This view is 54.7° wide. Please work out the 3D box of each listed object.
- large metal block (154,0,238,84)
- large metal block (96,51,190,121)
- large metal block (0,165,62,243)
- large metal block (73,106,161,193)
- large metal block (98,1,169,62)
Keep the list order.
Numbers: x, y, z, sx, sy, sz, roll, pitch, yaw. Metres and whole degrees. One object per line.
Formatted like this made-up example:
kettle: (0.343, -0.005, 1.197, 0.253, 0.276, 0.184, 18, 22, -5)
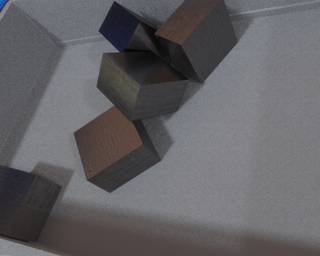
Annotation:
large metal block: (0.051, -0.121, 0.418, 0.080, 0.080, 0.050, -49, 51, -7)
large metal block: (-0.024, -0.059, 0.405, 0.080, 0.081, 0.050, 44, 130, 32)
large metal block: (-0.198, 0.104, 0.430, 0.080, 0.050, 0.080, 6, 65, 31)
large metal block: (-0.057, 0.024, 0.405, 0.080, 0.050, 0.080, -33, 51, 6)
large metal block: (-0.031, -0.136, 0.462, 0.050, 0.080, 0.080, -57, 49, 18)
